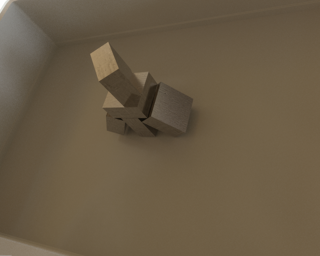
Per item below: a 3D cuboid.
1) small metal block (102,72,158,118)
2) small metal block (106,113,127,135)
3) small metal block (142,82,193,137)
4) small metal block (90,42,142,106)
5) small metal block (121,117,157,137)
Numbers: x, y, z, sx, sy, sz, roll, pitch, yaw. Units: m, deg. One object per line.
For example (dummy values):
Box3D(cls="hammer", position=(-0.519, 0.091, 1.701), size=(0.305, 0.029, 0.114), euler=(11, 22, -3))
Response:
Box3D(cls="small metal block", position=(-0.036, -0.040, 0.382), size=(0.050, 0.025, 0.050), euler=(1, 62, 28))
Box3D(cls="small metal block", position=(-0.054, -0.024, 0.427), size=(0.025, 0.050, 0.050), euler=(16, 66, -2))
Box3D(cls="small metal block", position=(0.010, -0.023, 0.393), size=(0.025, 0.050, 0.050), euler=(-28, 42, 56))
Box3D(cls="small metal block", position=(-0.050, -0.061, 0.354), size=(0.025, 0.050, 0.050), euler=(-31, 51, 9))
Box3D(cls="small metal block", position=(-0.021, -0.022, 0.412), size=(0.025, 0.050, 0.050), euler=(1, 62, 29))
